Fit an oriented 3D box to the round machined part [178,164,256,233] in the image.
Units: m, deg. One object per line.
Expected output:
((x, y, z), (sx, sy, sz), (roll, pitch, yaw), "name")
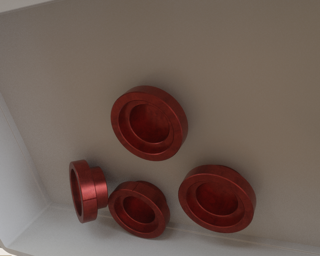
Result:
((0.077, 0.088, 0.411), (0.098, 0.042, 0.097), (13, 124, 20), "round machined part")

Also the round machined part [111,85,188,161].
((-0.010, -0.009, 0.396), (0.098, 0.042, 0.097), (13, 124, 20), "round machined part")

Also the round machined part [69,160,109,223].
((-0.113, 0.098, 0.494), (0.098, 0.042, 0.097), (30, 124, 58), "round machined part")

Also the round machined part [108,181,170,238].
((-0.029, 0.122, 0.487), (0.098, 0.042, 0.097), (13, 124, 20), "round machined part")
